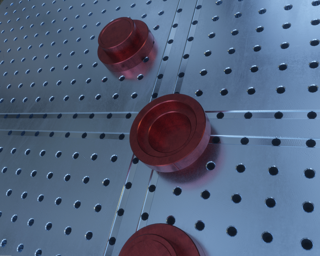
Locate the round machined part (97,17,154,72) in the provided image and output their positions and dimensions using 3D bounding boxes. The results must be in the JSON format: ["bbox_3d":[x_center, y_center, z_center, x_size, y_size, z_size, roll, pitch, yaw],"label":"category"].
[{"bbox_3d":[-0.064,-0.146,0.519,0.098,0.042,0.098,-13,56,20],"label":"round machined part"}]

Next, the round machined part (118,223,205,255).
[{"bbox_3d":[-0.005,0.145,0.310,0.098,0.042,0.098,-13,56,20],"label":"round machined part"}]

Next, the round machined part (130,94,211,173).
[{"bbox_3d":[0.015,0.009,0.382,0.098,0.042,0.098,-13,56,20],"label":"round machined part"}]
